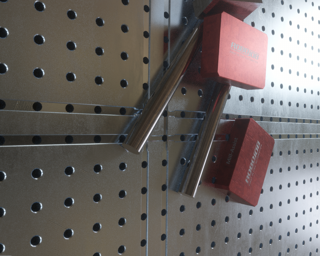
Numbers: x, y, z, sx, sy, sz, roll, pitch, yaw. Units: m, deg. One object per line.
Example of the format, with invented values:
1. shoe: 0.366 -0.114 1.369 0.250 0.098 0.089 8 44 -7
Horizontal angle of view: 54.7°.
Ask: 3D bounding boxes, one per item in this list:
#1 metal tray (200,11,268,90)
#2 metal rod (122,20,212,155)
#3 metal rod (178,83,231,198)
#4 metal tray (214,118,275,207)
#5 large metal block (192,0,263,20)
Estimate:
1. metal tray: 0.116 -0.111 0.470 0.131 0.030 0.089 5 89 -43
2. metal rod: 0.032 -0.095 0.438 0.025 0.025 0.300 44 63 -32
3. metal rod: 0.090 -0.037 0.486 0.025 0.025 0.299 34 69 -35
4. metal tray: 0.149 0.058 0.534 0.090 0.030 0.130 35 68 -35
5. large metal block: 0.091 -0.205 0.447 0.081 0.050 0.080 -6 80 -23
